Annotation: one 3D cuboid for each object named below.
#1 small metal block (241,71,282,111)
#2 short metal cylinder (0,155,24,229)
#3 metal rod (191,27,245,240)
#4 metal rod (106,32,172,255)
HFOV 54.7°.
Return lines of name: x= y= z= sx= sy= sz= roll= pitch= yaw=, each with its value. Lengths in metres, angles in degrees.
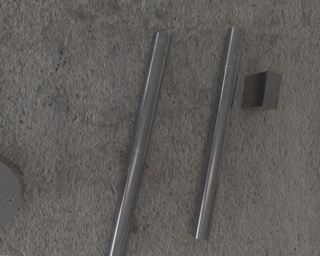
small metal block: x=0.146 y=-0.052 z=0.450 sx=0.025 sy=0.050 sz=0.050 roll=10 pitch=87 yaw=-20
short metal cylinder: x=-0.189 y=0.068 z=0.326 sx=0.081 sy=0.050 sz=0.079 roll=0 pitch=90 yaw=-20
metal rod: x=0.083 y=0.005 z=0.439 sx=0.025 sy=0.025 sz=0.298 roll=12 pitch=86 yaw=-20
metal rod: x=-0.027 y=0.025 z=0.398 sx=0.025 sy=0.025 sz=0.298 roll=13 pitch=86 yaw=-20
